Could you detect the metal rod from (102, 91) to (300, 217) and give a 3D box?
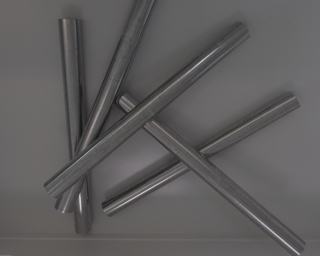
[{"bbox_3d":[0.048,0.041,0.426,0.300,0.025,0.025,-32,107,11],"label":"metal rod"}]

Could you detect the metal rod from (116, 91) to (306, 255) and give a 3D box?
[{"bbox_3d":[0.065,0.060,0.401,0.300,0.025,0.025,40,105,-1],"label":"metal rod"}]

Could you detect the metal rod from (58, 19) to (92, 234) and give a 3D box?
[{"bbox_3d":[-0.111,0.012,0.414,0.025,0.025,0.298,1,110,-1],"label":"metal rod"}]

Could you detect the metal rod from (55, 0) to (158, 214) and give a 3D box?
[{"bbox_3d":[-0.070,-0.026,0.384,0.025,0.025,0.298,22,102,-8],"label":"metal rod"}]

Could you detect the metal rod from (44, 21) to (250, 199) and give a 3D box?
[{"bbox_3d":[-0.016,-0.021,0.372,0.300,0.025,0.025,-40,106,1],"label":"metal rod"}]
